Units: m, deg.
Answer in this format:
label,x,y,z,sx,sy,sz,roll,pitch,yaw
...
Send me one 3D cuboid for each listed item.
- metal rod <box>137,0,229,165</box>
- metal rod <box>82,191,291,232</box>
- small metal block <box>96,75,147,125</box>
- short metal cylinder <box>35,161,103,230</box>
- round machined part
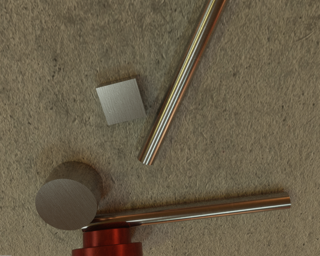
label,x,y,z,sx,sy,sz,roll,pitch,yaw
metal rod,0.038,-0.085,0.378,0.025,0.025,0.298,21,108,-8
metal rod,0.036,0.124,0.456,0.302,0.025,0.025,-7,110,2
small metal block,-0.048,-0.036,0.396,0.050,0.025,0.050,-14,110,4
short metal cylinder,-0.123,0.093,0.429,0.081,0.050,0.079,0,110,-1
round machined part,-0.075,0.169,0.443,0.099,0.098,0.042,-7,69,2
